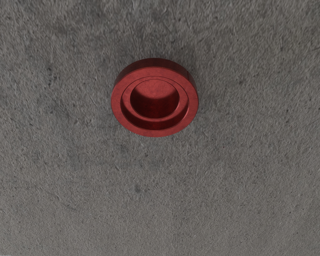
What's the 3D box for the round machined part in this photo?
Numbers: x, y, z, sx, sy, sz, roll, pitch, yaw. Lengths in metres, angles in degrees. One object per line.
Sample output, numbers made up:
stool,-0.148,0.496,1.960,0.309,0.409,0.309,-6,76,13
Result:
round machined part,-0.006,-0.039,0.363,0.099,0.042,0.097,0,130,0
